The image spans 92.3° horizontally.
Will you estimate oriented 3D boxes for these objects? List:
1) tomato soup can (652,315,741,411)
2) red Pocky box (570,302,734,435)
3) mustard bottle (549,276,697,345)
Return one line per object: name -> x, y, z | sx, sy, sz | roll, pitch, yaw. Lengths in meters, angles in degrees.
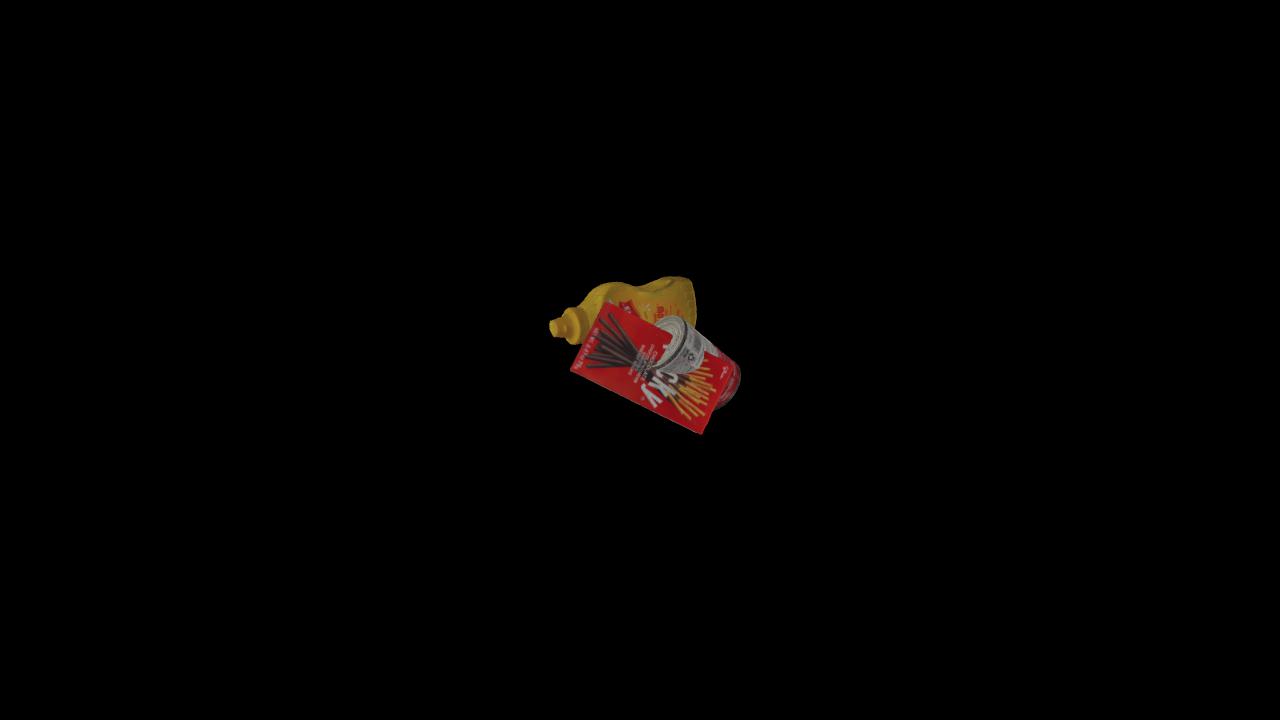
tomato soup can -> 0.054, 0.004, 0.671 | 0.101, 0.068, 0.068 | 36, -23, -35
red Pocky box -> 0.014, 0.009, 0.645 | 0.155, 0.083, 0.028 | 26, -7, -5
mustard bottle -> -0.021, -0.047, 0.718 | 0.184, 0.092, 0.054 | -9, 25, -32
